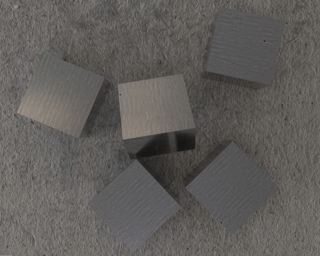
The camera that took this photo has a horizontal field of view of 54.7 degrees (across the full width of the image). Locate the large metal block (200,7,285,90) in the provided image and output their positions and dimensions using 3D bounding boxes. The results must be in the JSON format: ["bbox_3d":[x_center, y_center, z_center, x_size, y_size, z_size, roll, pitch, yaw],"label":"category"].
[{"bbox_3d":[0.103,-0.099,0.398,0.080,0.050,0.080,12,90,0],"label":"large metal block"}]

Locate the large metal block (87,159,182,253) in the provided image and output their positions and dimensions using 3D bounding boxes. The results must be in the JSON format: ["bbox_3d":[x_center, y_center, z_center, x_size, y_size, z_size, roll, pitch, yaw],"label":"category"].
[{"bbox_3d":[-0.031,0.093,0.397,0.080,0.050,0.080,-43,90,0],"label":"large metal block"}]

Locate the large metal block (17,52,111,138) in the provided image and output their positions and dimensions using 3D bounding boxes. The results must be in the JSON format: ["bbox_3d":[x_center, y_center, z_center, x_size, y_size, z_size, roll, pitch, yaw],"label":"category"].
[{"bbox_3d":[-0.119,-0.040,0.396,0.080,0.050,0.080,23,90,0],"label":"large metal block"}]

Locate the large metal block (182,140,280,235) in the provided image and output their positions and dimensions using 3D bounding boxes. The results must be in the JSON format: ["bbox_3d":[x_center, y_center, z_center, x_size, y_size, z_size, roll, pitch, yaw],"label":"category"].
[{"bbox_3d":[0.087,0.072,0.398,0.080,0.050,0.080,-45,90,0],"label":"large metal block"}]

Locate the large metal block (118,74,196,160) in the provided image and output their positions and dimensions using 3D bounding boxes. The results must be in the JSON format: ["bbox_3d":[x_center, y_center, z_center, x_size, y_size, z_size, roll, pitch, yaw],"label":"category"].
[{"bbox_3d":[-0.004,-0.014,0.380,0.080,0.050,0.080,-9,58,0],"label":"large metal block"}]
